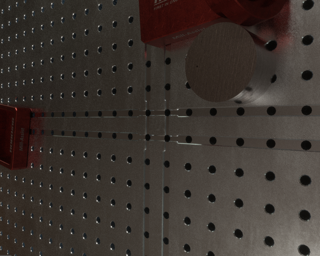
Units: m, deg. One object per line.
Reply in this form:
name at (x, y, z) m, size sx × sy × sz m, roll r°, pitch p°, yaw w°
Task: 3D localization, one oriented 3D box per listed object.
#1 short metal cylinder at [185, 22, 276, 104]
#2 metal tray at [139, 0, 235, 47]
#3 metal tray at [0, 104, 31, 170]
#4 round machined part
short metal cylinder at (0.075, -0.066, 0.330) m, size 0.080 × 0.050 × 0.079 m, roll 0°, pitch 90°, yaw 39°
metal tray at (0.032, -0.159, 0.378) m, size 0.130 × 0.030 × 0.089 m, roll -5°, pitch 87°, yaw 39°
metal tray at (-0.318, 0.017, 0.663) m, size 0.090 × 0.030 × 0.129 m, roll 11°, pitch 97°, yaw 39°
round machined part at (0.076, -0.147, 0.301) m, size 0.042 × 0.099 × 0.097 m, roll -7°, pitch 85°, yaw 56°
